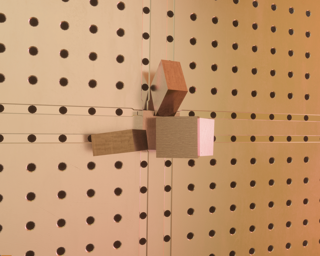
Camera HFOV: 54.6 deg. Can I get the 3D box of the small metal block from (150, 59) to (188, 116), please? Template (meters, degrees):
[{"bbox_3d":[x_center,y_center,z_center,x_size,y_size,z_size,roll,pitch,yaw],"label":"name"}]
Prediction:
[{"bbox_3d":[0.010,-0.049,0.392,0.025,0.050,0.050,3,53,-19],"label":"small metal block"}]

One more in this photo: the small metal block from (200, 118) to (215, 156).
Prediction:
[{"bbox_3d":[0.049,0.012,0.419,0.050,0.025,0.050,4,88,-51],"label":"small metal block"}]

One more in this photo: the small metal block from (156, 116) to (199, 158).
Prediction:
[{"bbox_3d":[0.023,0.011,0.382,0.050,0.025,0.050,0,90,13],"label":"small metal block"}]

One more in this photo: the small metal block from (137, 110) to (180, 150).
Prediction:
[{"bbox_3d":[-0.003,0.003,0.412,0.050,0.025,0.050,3,89,-20],"label":"small metal block"}]

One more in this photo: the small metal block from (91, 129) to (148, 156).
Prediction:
[{"bbox_3d":[-0.047,0.017,0.371,0.050,0.050,0.025,-7,87,15],"label":"small metal block"}]
